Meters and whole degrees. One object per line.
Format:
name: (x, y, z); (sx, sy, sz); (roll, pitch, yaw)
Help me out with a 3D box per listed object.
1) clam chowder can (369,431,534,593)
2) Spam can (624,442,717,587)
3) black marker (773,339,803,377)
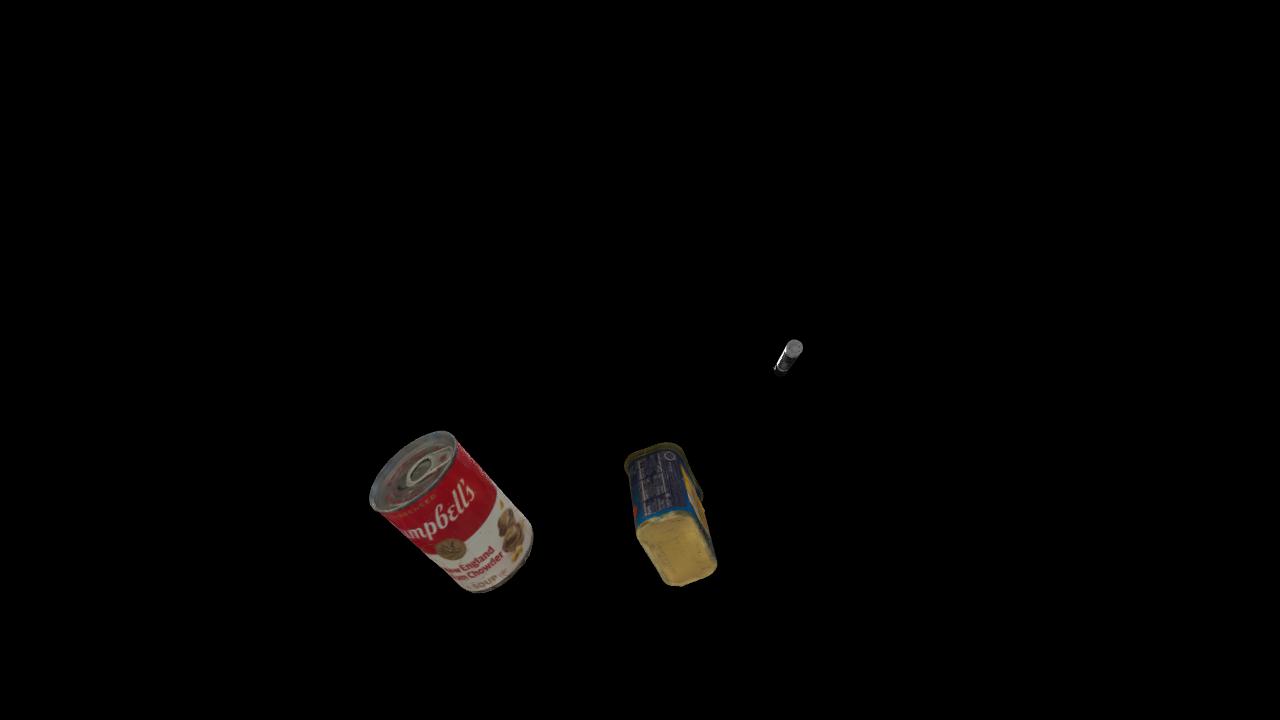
clam chowder can: (-0.129, 0.109, 0.434); (0.068, 0.102, 0.068); (-21, 34, 15)
Spam can: (0.029, 0.141, 0.559); (0.058, 0.101, 0.085); (-21, 36, 7)
black marker: (0.180, 0.000, 0.755); (0.020, 0.020, 0.121); (0, -14, 5)
